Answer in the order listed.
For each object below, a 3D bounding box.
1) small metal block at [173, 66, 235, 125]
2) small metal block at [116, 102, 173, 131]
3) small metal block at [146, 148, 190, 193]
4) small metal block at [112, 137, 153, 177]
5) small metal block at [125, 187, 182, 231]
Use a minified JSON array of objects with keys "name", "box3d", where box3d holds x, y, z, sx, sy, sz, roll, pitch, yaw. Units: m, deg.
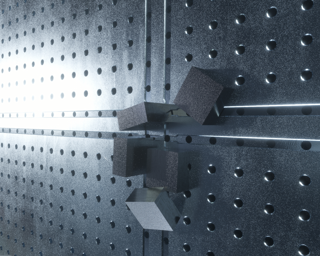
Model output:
[{"name":"small metal block","box3d":[0.051,-0.038,0.366,0.050,0.025,0.050,41,115,32]},{"name":"small metal block","box3d":[-0.020,-0.014,0.408,0.050,0.050,0.025,-17,79,38]},{"name":"small metal block","box3d":[0.010,0.053,0.400,0.050,0.025,0.050,4,92,39]},{"name":"small metal block","box3d":[-0.036,0.037,0.421,0.025,0.050,0.050,5,93,40]},{"name":"small metal block","box3d":[-0.009,0.104,0.399,0.050,0.025,0.050,-11,118,39]}]
